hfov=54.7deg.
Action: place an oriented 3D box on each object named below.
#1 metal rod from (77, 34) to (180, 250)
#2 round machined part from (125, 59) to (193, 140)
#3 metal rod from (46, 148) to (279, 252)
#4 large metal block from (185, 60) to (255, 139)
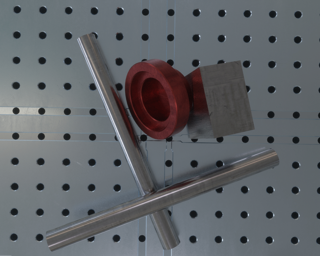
[{"bbox_3d":[-0.042,0.018,0.413,0.025,0.025,0.299,-23,90,0],"label":"metal rod"},{"bbox_3d":[0.002,-0.038,0.387,0.042,0.098,0.098,-24,90,-35],"label":"round machined part"},{"bbox_3d":[0.011,0.086,0.390,0.302,0.025,0.025,-19,90,-9],"label":"metal rod"},{"bbox_3d":[0.066,-0.031,0.382,0.050,0.080,0.080,-12,90,-14],"label":"large metal block"}]
